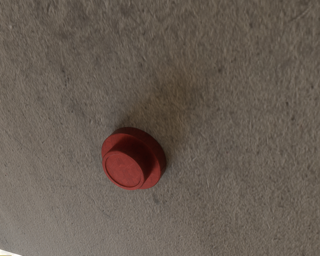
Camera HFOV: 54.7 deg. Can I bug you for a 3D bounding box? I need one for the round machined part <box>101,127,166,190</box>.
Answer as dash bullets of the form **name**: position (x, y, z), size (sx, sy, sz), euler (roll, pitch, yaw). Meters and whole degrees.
- **round machined part**: position (-0.044, 0.051, 0.449), size (0.098, 0.042, 0.097), euler (13, 124, 20)
